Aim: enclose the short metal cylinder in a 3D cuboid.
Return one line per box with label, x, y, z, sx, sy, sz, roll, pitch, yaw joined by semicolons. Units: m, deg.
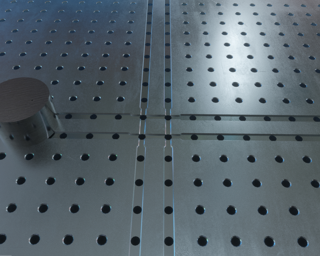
short metal cylinder;-0.180;-0.021;0.407;0.081;0.050;0.080;0;50;0
